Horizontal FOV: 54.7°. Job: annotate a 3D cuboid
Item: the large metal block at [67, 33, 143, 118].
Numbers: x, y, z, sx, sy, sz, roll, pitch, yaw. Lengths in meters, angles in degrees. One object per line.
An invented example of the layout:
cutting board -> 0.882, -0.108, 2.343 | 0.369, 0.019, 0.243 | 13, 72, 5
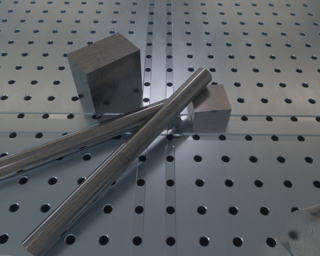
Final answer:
large metal block -> -0.073, -0.074, 0.433 | 0.081, 0.080, 0.050 | -31, 57, -24

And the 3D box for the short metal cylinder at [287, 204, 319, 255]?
short metal cylinder -> 0.162, 0.108, 0.282 | 0.050, 0.080, 0.080 | -12, 51, -10

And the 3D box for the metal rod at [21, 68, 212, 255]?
metal rod -> -0.033, 0.024, 0.369 | 0.025, 0.025, 0.301 | 32, 62, 24

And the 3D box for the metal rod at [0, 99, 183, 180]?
metal rod -> -0.108, 0.018, 0.391 | 0.302, 0.025, 0.025 | -21, 53, -17

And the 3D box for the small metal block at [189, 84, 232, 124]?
small metal block -> 0.068, -0.034, 0.437 | 0.050, 0.025, 0.050 | -5, 50, -4
